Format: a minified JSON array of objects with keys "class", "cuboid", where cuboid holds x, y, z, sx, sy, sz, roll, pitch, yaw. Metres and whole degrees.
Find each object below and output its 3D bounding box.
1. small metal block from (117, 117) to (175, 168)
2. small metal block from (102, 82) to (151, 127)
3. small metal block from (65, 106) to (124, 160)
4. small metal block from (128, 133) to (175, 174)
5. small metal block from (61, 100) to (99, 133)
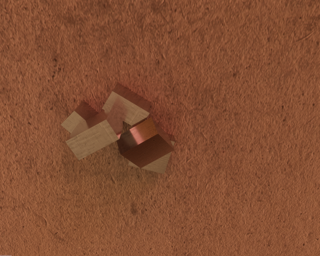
[{"class":"small metal block","cuboid":[-0.017,0.019,0.378,0.050,0.025,0.050,-30,145,10]},{"class":"small metal block","cuboid":[-0.040,-0.029,0.387,0.050,0.050,0.025,31,107,-11]},{"class":"small metal block","cuboid":[-0.071,0.004,0.345,0.050,0.050,0.025,-28,108,9]},{"class":"small metal block","cuboid":[-0.012,0.030,0.422,0.050,0.025,0.050,15,109,-6]},{"class":"small metal block","cuboid":[-0.092,-0.004,0.395,0.025,0.050,0.050,-43,105,14]}]
